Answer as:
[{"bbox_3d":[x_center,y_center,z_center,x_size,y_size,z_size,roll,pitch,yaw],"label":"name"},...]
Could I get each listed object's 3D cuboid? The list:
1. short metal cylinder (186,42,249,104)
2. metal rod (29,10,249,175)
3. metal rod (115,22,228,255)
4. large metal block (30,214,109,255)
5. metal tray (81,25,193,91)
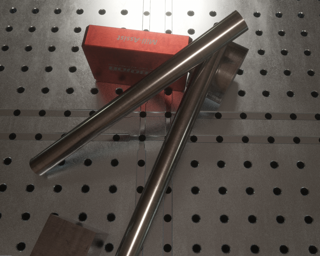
[{"bbox_3d":[0.076,-0.078,0.412,0.050,0.080,0.080,28,72,9],"label":"short metal cylinder"},{"bbox_3d":[-0.035,-0.032,0.361,0.300,0.025,0.025,-34,73,13],"label":"metal rod"},{"bbox_3d":[0.016,0.020,0.358,0.025,0.025,0.299,23,89,8],"label":"metal rod"},{"bbox_3d":[-0.100,0.142,0.329,0.050,0.080,0.080,20,71,7],"label":"large metal block"},{"bbox_3d":[-0.027,-0.089,0.409,0.131,0.090,0.030,7,71,2],"label":"metal tray"}]
